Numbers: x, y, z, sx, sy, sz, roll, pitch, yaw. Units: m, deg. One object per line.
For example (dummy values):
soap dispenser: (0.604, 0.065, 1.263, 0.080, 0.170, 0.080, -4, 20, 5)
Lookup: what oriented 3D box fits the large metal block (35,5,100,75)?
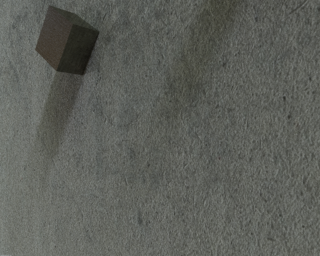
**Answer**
large metal block: (-0.157, -0.146, 0.519, 0.080, 0.050, 0.080, 42, 115, 32)
